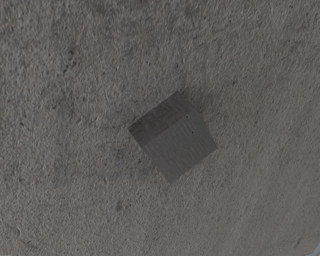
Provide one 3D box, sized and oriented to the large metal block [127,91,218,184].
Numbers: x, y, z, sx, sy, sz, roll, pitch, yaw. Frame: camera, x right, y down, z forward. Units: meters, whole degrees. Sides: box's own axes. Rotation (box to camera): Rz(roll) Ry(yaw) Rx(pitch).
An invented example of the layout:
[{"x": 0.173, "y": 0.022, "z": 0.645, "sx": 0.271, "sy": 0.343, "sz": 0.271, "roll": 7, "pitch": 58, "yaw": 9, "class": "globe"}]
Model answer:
[{"x": 0.018, "y": 0.013, "z": 0.408, "sx": 0.080, "sy": 0.050, "sz": 0.080, "roll": -37, "pitch": 129, "yaw": -3, "class": "large metal block"}]
